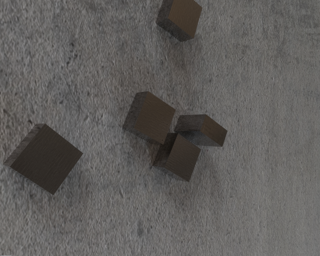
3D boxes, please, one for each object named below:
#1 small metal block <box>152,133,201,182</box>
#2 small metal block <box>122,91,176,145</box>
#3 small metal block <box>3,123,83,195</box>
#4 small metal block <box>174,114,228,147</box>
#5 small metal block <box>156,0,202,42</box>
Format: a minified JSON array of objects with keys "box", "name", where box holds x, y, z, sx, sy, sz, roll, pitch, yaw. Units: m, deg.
[{"box":[0.024,0.040,0.424,0.050,0.025,0.050,35,68,-34],"name":"small metal block"},{"box":[-0.013,-0.012,0.393,0.050,0.025,0.050,31,71,-36],"name":"small metal block"},{"box":[-0.115,0.030,0.308,0.050,0.025,0.050,46,63,-30],"name":"small metal block"},{"box":[0.057,0.004,0.436,0.050,0.050,0.025,33,70,-35],"name":"small metal block"},{"box":[0.027,-0.155,0.427,0.050,0.025,0.050,26,74,-37],"name":"small metal block"}]
